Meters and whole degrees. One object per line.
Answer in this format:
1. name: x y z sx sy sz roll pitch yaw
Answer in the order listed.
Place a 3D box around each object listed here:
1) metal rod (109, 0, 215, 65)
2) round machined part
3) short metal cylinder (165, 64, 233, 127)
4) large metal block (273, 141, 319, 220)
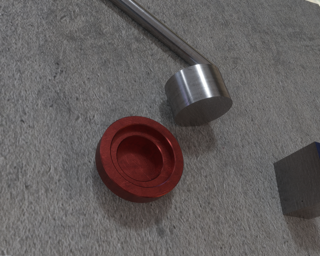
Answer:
1. metal rod: -0.034 -0.184 0.497 0.300 0.025 0.025 38 51 -3
2. round machined part: -0.026 0.038 0.355 0.099 0.042 0.098 14 56 -21
3. short metal cylinder: 0.052 -0.042 0.422 0.081 0.080 0.050 -2 63 -29
4. large metal block: 0.215 0.076 0.437 0.050 0.080 0.080 15 56 -20
